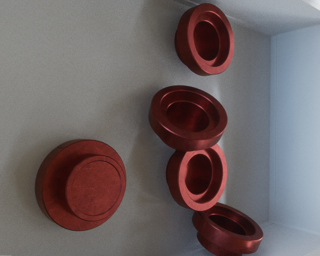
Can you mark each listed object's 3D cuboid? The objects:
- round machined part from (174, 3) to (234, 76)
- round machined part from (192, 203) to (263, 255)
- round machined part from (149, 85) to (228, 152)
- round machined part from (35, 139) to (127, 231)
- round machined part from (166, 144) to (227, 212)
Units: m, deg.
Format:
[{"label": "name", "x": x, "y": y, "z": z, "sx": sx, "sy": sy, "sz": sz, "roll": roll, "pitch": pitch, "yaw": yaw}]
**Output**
[{"label": "round machined part", "x": 0.060, "y": -0.123, "z": 0.445, "sx": 0.099, "sy": 0.042, "sz": 0.097, "roll": 0, "pitch": 90, "yaw": -40}, {"label": "round machined part", "x": 0.091, "y": 0.148, "z": 0.440, "sx": 0.099, "sy": 0.098, "sz": 0.042, "roll": 10, "pitch": 105, "yaw": -40}, {"label": "round machined part", "x": 0.033, "y": -0.008, "z": 0.400, "sx": 0.099, "sy": 0.098, "sz": 0.042, "roll": -30, "pitch": 151, "yaw": -36}, {"label": "round machined part", "x": -0.077, "y": 0.061, "z": 0.331, "sx": 0.099, "sy": 0.042, "sz": 0.097, "roll": 0, "pitch": 90, "yaw": -40}, {"label": "round machined part", "x": 0.047, "y": 0.064, "z": 0.435, "sx": 0.099, "sy": 0.042, "sz": 0.097, "roll": 0, "pitch": 90, "yaw": -40}]
